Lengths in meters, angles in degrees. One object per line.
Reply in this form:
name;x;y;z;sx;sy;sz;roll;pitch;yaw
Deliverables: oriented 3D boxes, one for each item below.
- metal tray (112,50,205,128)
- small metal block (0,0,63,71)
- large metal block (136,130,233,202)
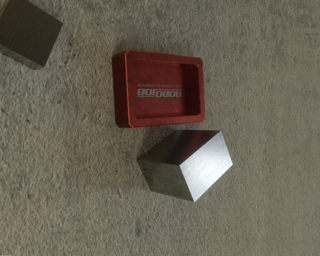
metal tray;0.003;-0.049;0.405;0.131;0.030;0.089;-5;94;-40
small metal block;-0.130;-0.091;0.297;0.050;0.025;0.050;28;73;-37
large metal block;0.031;0.043;0.398;0.081;0.080;0.050;-35;112;-35
